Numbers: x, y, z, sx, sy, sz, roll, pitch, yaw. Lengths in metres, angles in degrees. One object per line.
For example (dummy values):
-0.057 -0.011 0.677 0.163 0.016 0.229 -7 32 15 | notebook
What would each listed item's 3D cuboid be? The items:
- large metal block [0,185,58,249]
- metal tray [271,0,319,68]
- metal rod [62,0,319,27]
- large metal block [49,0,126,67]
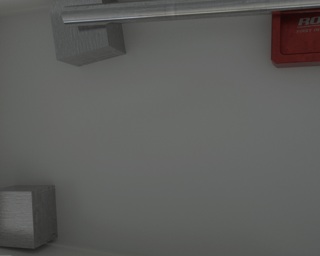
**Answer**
-0.206 0.131 0.468 0.080 0.050 0.079 -4 89 19 | large metal block
0.191 -0.115 0.335 0.130 0.030 0.089 1 91 23 | metal tray
0.029 -0.138 0.356 0.301 0.025 0.025 1 91 14 | metal rod
-0.100 -0.138 0.431 0.080 0.050 0.080 -10 87 19 | large metal block
